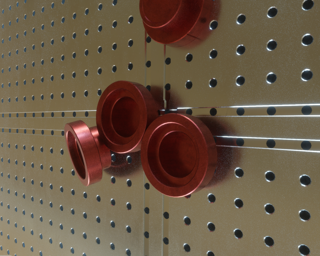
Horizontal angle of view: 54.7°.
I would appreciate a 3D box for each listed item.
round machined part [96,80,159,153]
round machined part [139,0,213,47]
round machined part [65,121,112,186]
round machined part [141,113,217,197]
[{"bbox_3d":[-0.041,-0.015,0.430,0.098,0.042,0.097,0,90,39],"label":"round machined part"},{"bbox_3d":[0.013,-0.154,0.386,0.098,0.042,0.097,0,90,39],"label":"round machined part"},{"bbox_3d":[-0.106,0.035,0.467,0.098,0.042,0.097,38,137,47],"label":"round machined part"},{"bbox_3d":[0.026,0.031,0.375,0.098,0.042,0.097,0,90,39],"label":"round machined part"}]
